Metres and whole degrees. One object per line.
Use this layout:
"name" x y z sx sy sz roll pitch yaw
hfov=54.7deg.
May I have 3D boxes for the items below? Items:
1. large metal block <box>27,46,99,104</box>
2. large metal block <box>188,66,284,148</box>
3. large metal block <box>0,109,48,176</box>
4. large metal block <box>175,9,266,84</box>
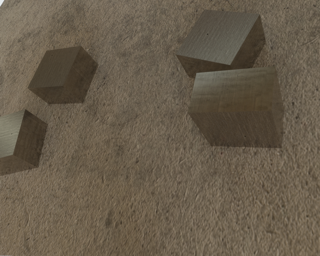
"large metal block" -0.164 -0.088 0.528 0.080 0.050 0.080 1 62 28
"large metal block" 0.086 -0.019 0.335 0.080 0.080 0.050 0 62 28
"large metal block" -0.237 0.025 0.497 0.080 0.050 0.080 -14 56 20
"large metal block" 0.081 -0.106 0.410 0.080 0.050 0.080 21 73 36
